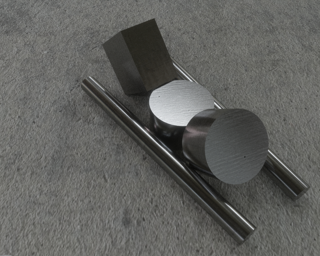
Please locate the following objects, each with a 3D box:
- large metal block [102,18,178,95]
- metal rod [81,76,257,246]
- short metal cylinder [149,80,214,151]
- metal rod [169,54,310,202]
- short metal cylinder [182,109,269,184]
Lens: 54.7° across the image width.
[{"bbox_3d":[-0.029,-0.094,0.428,0.050,0.080,0.080,-29,14,-23],"label":"large metal block"},{"bbox_3d":[-0.008,0.022,0.385,0.025,0.025,0.300,-33,58,-25],"label":"metal rod"},{"bbox_3d":[0.027,-0.017,0.403,0.081,0.050,0.080,0,50,0],"label":"short metal cylinder"},{"bbox_3d":[0.077,-0.024,0.425,0.025,0.025,0.300,-26,55,-20],"label":"metal rod"},{"bbox_3d":[0.072,0.018,0.346,0.081,0.080,0.050,-25,12,-20],"label":"short metal cylinder"}]
